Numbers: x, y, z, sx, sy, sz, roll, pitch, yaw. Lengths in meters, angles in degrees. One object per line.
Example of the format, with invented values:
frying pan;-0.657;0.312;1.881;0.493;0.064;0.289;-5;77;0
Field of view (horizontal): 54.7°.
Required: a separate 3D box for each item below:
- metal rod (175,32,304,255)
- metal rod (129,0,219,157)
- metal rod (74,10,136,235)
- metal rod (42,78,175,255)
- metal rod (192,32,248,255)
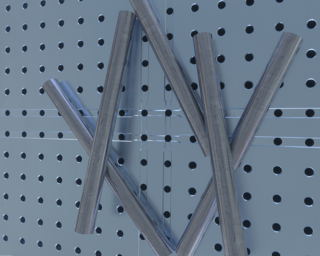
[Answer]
metal rod;0.092;0.029;0.379;0.025;0.025;0.298;27;99;17
metal rod;0.005;-0.102;0.410;0.025;0.025;0.299;-28;81;17
metal rod;-0.072;-0.010;0.417;0.025;0.025;0.298;9;86;19
metal rod;-0.078;0.050;0.438;0.025;0.025;0.299;-40;78;15
metal rod;0.070;0.029;0.362;0.025;0.025;0.299;-11;77;19
